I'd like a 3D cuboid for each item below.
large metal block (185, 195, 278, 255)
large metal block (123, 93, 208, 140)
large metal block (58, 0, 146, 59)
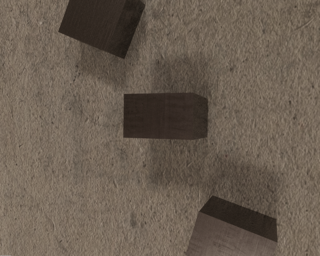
[{"bbox_3d":[0.083,0.122,0.350,0.080,0.080,0.050,18,96,19],"label":"large metal block"},{"bbox_3d":[0.010,-0.013,0.375,0.080,0.080,0.050,1,91,19],"label":"large metal block"},{"bbox_3d":[-0.078,-0.150,0.422,0.080,0.050,0.080,25,98,18],"label":"large metal block"}]
